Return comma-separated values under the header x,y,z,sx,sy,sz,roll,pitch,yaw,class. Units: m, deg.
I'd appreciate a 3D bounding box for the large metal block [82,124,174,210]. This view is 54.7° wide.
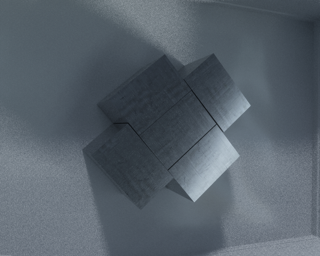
x,y,z,sx,sy,sz,roll,pitch,yaw,class
-0.041,0.041,0.366,0.050,0.080,0.080,-43,104,-15,large metal block

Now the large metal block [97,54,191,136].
x,y,z,sx,sy,sz,roll,pitch,yaw,class
-0.022,-0.037,0.372,0.080,0.080,0.050,-42,104,-15,large metal block

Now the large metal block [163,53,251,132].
x,y,z,sx,sy,sz,roll,pitch,yaw,class
0.055,-0.042,0.402,0.050,0.080,0.080,-43,104,-15,large metal block

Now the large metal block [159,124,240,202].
x,y,z,sx,sy,sz,roll,pitch,yaw,class
0.039,0.040,0.396,0.080,0.080,0.050,-42,104,-15,large metal block

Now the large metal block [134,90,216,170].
x,y,z,sx,sy,sz,roll,pitch,yaw,class
0.008,0.002,0.385,0.080,0.080,0.050,-42,104,-15,large metal block
